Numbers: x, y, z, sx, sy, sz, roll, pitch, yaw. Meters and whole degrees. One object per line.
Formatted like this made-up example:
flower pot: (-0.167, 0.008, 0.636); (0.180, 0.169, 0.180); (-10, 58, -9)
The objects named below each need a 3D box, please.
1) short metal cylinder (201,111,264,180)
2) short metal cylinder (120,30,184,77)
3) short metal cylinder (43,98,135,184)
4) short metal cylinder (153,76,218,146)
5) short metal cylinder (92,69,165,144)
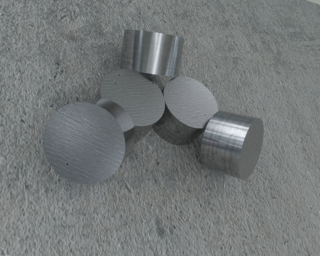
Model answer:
short metal cylinder: (0.095, 0.021, 0.400); (0.050, 0.080, 0.080); (15, 41, 33)
short metal cylinder: (-0.011, -0.100, 0.417); (0.081, 0.080, 0.050); (2, 104, -28)
short metal cylinder: (-0.070, 0.011, 0.317); (0.080, 0.080, 0.050); (40, 11, -2)
short metal cylinder: (0.031, -0.023, 0.419); (0.081, 0.050, 0.080); (14, 56, -21)
short metal cylinder: (-0.041, -0.025, 0.382); (0.081, 0.050, 0.080); (14, 56, -21)
